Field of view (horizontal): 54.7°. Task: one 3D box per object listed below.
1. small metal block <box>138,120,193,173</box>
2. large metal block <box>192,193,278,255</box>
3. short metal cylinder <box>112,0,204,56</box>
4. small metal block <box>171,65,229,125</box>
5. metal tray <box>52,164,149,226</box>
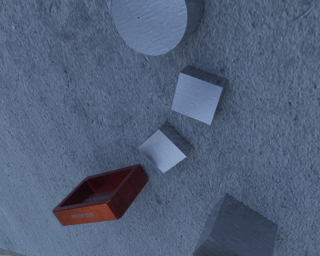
[{"bbox_3d":[0.007,0.026,0.419,0.050,0.025,0.050,45,129,-4],"label":"small metal block"},{"bbox_3d":[0.101,0.148,0.409,0.080,0.080,0.050,32,129,7],"label":"large metal block"},{"bbox_3d":[-0.001,-0.121,0.317,0.080,0.050,0.079,13,124,21],"label":"short metal cylinder"},{"bbox_3d":[0.045,-0.038,0.359,0.050,0.025,0.050,23,127,14],"label":"small metal block"},{"bbox_3d":[-0.092,0.104,0.477,0.130,0.090,0.030,-18,109,35],"label":"metal tray"}]
